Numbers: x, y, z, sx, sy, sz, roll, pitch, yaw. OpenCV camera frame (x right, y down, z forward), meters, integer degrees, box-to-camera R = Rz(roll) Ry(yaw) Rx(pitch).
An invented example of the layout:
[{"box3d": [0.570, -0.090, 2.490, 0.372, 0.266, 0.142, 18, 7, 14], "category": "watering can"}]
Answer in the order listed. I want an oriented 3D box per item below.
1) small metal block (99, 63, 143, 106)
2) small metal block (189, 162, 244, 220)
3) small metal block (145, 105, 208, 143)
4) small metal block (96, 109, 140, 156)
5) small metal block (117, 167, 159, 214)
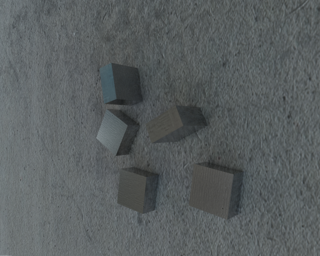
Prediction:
[{"box3d": [-0.054, -0.060, 0.433, 0.025, 0.050, 0.050, -15, 81, 39], "category": "small metal block"}, {"box3d": [0.064, 0.069, 0.353, 0.050, 0.025, 0.050, 11, 97, 39], "category": "small metal block"}, {"box3d": [0.020, -0.004, 0.372, 0.050, 0.050, 0.025, -31, 71, 36], "category": "small metal block"}, {"box3d": [-0.062, 0.006, 0.457, 0.050, 0.025, 0.050, 36, 112, 34], "category": "small metal block"}, {"box3d": [-0.031, 0.085, 0.431, 0.050, 0.025, 0.050, 10, 96, 39], "category": "small metal block"}]
